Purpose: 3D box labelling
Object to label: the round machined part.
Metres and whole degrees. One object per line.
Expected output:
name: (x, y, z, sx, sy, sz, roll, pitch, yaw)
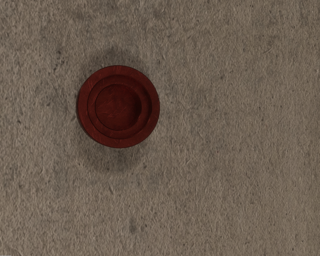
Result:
round machined part: (-0.053, -0.025, 0.381, 0.099, 0.042, 0.097, 0, 90, -21)
